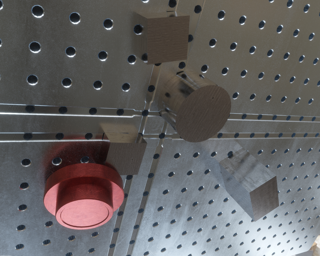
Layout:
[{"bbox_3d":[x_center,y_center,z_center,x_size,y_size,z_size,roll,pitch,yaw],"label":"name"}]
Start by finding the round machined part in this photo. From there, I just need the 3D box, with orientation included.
[{"bbox_3d":[-0.094,0.091,0.388,0.099,0.042,0.097,-7,134,-7],"label":"round machined part"}]

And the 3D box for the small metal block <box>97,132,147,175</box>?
[{"bbox_3d":[-0.050,0.034,0.406,0.050,0.025,0.050,3,117,-30],"label":"small metal block"}]

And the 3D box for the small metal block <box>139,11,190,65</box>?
[{"bbox_3d":[0.004,-0.103,0.351,0.050,0.025,0.050,-13,124,-22],"label":"small metal block"}]

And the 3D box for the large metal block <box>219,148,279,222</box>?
[{"bbox_3d":[0.149,0.094,0.518,0.050,0.080,0.080,-29,129,-10],"label":"large metal block"}]

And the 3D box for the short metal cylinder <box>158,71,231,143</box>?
[{"bbox_3d":[0.044,-0.028,0.404,0.081,0.050,0.079,-14,125,-21],"label":"short metal cylinder"}]
